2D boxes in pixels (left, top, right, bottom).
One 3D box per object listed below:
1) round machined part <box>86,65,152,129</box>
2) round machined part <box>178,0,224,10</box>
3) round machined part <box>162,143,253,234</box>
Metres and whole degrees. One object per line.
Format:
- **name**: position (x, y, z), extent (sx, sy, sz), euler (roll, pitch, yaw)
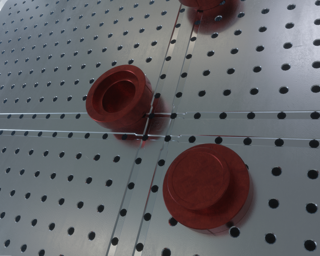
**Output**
- **round machined part**: position (-0.055, -0.041, 0.453), extent (0.098, 0.042, 0.098), euler (-13, 56, 21)
- **round machined part**: position (0.074, -0.230, 0.501), extent (0.098, 0.042, 0.098), euler (-13, 56, 21)
- **round machined part**: position (0.047, 0.060, 0.336), extent (0.098, 0.042, 0.098), euler (-13, 56, 21)
